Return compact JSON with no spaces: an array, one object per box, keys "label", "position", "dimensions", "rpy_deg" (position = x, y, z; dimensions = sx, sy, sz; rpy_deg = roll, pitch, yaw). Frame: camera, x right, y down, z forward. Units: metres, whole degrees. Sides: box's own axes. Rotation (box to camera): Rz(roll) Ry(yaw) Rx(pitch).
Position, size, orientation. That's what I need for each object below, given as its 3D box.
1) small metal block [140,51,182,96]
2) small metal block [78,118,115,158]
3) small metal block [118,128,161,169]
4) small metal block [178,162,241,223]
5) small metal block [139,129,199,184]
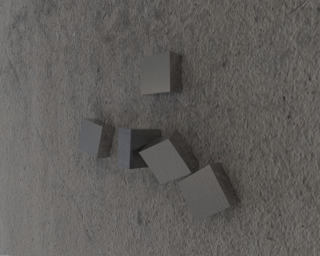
[{"label":"small metal block","position":[0.001,-0.069,0.404],"dimensions":[0.050,0.025,0.050],"rpy_deg":[-1,89,40]},{"label":"small metal block","position":[-0.101,0.015,0.488],"dimensions":[0.050,0.025,0.050],"rpy_deg":[20,103,38]},{"label":"small metal block","position":[-0.027,0.026,0.410],"dimensions":[0.025,0.050,0.050],"rpy_deg":[4,93,46]},{"label":"small metal block","position":[0.056,0.074,0.359],"dimensions":[0.050,0.025,0.050],"rpy_deg":[-38,67,33]},{"label":"small metal block","position":[0.011,0.036,0.383],"dimensions":[0.050,0.025,0.050],"rpy_deg":[-27,102,36]}]
